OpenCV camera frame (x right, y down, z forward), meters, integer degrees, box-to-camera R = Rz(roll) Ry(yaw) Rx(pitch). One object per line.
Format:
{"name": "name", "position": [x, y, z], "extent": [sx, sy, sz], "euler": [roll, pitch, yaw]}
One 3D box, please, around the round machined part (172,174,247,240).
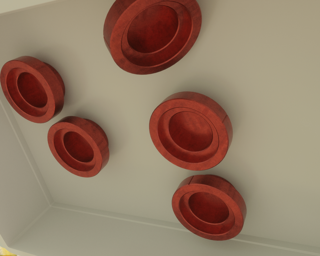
{"name": "round machined part", "position": [0.069, 0.103, 0.425], "extent": [0.098, 0.042, 0.097], "euler": [13, 124, 21]}

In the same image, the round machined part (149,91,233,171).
{"name": "round machined part", "position": [0.040, 0.000, 0.377], "extent": [0.098, 0.042, 0.097], "euler": [13, 124, 21]}

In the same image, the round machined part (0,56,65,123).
{"name": "round machined part", "position": [-0.181, -0.059, 0.457], "extent": [0.098, 0.042, 0.097], "euler": [13, 124, 21]}

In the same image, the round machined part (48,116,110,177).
{"name": "round machined part", "position": [-0.119, 0.025, 0.476], "extent": [0.098, 0.042, 0.097], "euler": [13, 124, 21]}

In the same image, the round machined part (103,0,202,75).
{"name": "round machined part", "position": [-0.011, -0.105, 0.315], "extent": [0.042, 0.099, 0.097], "euler": [61, 137, 31]}
